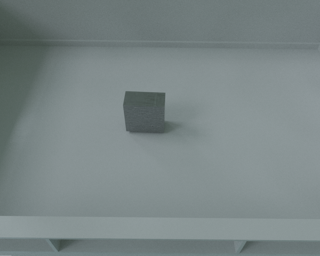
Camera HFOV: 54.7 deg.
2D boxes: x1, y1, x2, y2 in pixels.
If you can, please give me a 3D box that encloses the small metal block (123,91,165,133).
[{"bbox_3d":[-0.019,-0.020,0.401,0.050,0.050,0.025,2,50,2],"label":"small metal block"}]
